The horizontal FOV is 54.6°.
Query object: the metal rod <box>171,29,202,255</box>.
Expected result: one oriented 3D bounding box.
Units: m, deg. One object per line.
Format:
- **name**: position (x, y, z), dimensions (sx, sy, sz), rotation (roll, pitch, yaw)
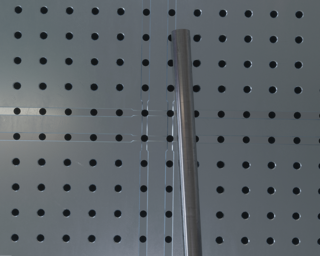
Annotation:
- **metal rod**: position (0.036, 0.021, 0.413), dimensions (0.025, 0.025, 0.298), rotation (-3, 90, 0)
